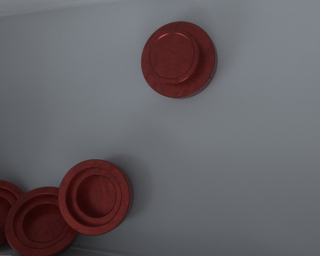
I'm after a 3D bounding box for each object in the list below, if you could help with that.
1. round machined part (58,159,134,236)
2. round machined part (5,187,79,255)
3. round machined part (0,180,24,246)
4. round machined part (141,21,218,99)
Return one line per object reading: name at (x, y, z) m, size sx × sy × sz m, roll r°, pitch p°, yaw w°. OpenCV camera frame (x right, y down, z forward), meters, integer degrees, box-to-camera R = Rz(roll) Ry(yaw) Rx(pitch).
round machined part at (-0.083, 0.092, 0.422) m, size 0.098 × 0.042 × 0.097 m, roll -1°, pitch 81°, yaw 9°
round machined part at (-0.161, 0.136, 0.439) m, size 0.099 × 0.042 × 0.098 m, roll 6°, pitch 54°, yaw -8°
round machined part at (-0.254, 0.131, 0.467) m, size 0.042 × 0.099 × 0.098 m, roll -40°, pitch 76°, yaw 47°
round machined part at (0.021, -0.087, 0.393) m, size 0.098 × 0.042 × 0.097 m, roll 0°, pitch 90°, yaw 19°
